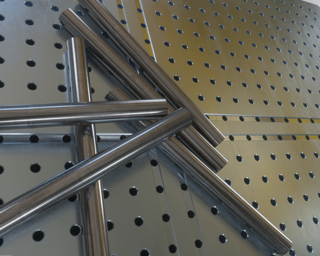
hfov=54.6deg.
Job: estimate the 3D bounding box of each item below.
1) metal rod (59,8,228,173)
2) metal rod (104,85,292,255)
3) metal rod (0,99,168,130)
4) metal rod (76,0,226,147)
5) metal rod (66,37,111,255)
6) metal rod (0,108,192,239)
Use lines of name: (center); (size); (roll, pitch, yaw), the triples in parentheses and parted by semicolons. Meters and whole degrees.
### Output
metal rod: (-0.024, -0.052, 0.426); (0.300, 0.025, 0.025); (44, 51, 2)
metal rod: (0.049, 0.054, 0.400); (0.300, 0.025, 0.025); (42, 51, 0)
metal rod: (-0.135, -0.012, 0.318); (0.302, 0.025, 0.025); (-5, 64, -22)
metal rod: (-0.016, -0.089, 0.453); (0.300, 0.025, 0.025); (48, 51, 5)
metal rod: (-0.083, 0.019, 0.351); (0.025, 0.025, 0.299); (2, 61, -27)
metal rod: (-0.086, 0.052, 0.301); (0.302, 0.025, 0.025); (-29, 78, -28)
